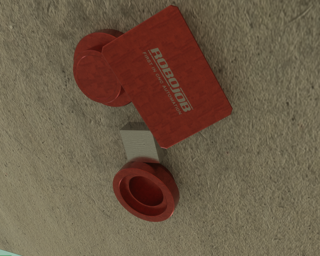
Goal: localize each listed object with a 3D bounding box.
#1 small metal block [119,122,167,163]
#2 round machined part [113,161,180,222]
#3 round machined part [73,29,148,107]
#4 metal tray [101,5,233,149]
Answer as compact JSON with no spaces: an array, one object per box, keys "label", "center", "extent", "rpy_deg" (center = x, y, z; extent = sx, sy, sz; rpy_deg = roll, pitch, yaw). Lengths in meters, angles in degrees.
[{"label":"small metal block","center":[-0.022,0.020,0.429],"extent":[0.050,0.025,0.050],"rpy_deg":[1,117,27]},{"label":"round machined part","center":[-0.017,0.087,0.457],"extent":[0.098,0.042,0.097],"rpy_deg":[13,124,20]},{"label":"round machined part","center":[-0.068,-0.070,0.387],"extent":[0.098,0.042,0.097],"rpy_deg":[13,124,20]},{"label":"metal tray","center":[0.009,-0.053,0.340],"extent":[0.090,0.030,0.130],"rpy_deg":[-29,104,9]}]
